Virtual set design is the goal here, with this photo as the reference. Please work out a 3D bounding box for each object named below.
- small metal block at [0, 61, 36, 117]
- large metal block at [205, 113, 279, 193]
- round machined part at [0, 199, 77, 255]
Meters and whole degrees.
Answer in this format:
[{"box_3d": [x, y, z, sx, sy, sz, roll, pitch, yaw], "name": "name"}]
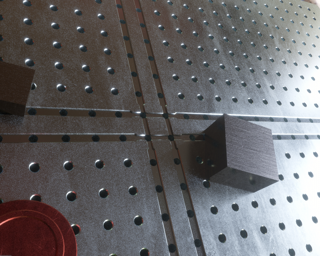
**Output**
[{"box_3d": [-0.171, -0.045, 0.343, 0.050, 0.025, 0.050, 13, 56, -21], "name": "small metal block"}, {"box_3d": [0.110, 0.036, 0.429, 0.081, 0.050, 0.080, 17, 55, -19], "name": "large metal block"}, {"box_3d": [-0.121, 0.109, 0.266, 0.099, 0.042, 0.098, 14, 56, -21], "name": "round machined part"}]
